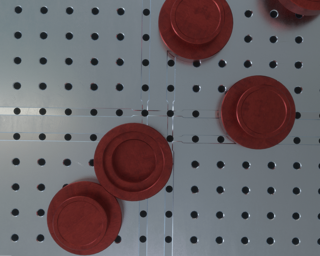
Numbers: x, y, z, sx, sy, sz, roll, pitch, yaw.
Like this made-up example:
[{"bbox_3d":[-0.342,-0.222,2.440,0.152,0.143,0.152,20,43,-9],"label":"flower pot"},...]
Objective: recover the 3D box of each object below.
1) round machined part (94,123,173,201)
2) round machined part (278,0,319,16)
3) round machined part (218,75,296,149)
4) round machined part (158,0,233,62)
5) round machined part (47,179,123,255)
[{"bbox_3d":[-0.033,0.042,0.405,0.099,0.042,0.097,0,90,0],"label":"round machined part"},{"bbox_3d":[0.194,-0.195,0.406,0.099,0.042,0.097,0,90,0],"label":"round machined part"},{"bbox_3d":[0.129,-0.021,0.406,0.099,0.042,0.097,0,90,0],"label":"round machined part"},{"bbox_3d":[0.047,-0.138,0.405,0.099,0.042,0.097,0,90,0],"label":"round machined part"},{"bbox_3d":[-0.099,0.118,0.404,0.099,0.042,0.097,0,90,0],"label":"round machined part"}]
